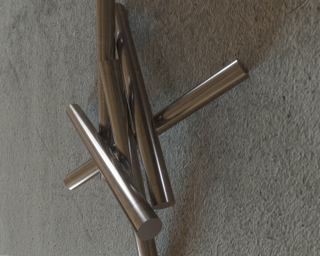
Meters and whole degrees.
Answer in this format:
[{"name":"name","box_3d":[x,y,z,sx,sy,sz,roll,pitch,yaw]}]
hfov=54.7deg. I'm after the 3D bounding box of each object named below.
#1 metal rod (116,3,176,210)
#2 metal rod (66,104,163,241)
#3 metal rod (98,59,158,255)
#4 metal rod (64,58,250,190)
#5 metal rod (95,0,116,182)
[{"name":"metal rod","box_3d":[-0.030,-0.048,0.389,0.025,0.025,0.299,-36,56,34]},{"name":"metal rod","box_3d":[-0.077,0.031,0.399,0.300,0.025,0.025,42,117,53]},{"name":"metal rod","box_3d":[-0.034,0.066,0.389,0.025,0.025,0.298,-3,102,40]},{"name":"metal rod","box_3d":[-0.022,0.009,0.399,0.299,0.025,0.025,-33,69,27]},{"name":"metal rod","box_3d":[-0.074,-0.067,0.430,0.025,0.025,0.298,15,111,39]}]
